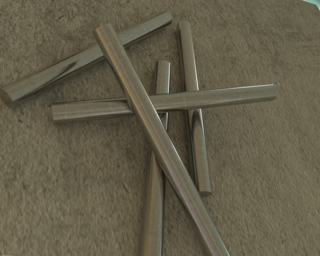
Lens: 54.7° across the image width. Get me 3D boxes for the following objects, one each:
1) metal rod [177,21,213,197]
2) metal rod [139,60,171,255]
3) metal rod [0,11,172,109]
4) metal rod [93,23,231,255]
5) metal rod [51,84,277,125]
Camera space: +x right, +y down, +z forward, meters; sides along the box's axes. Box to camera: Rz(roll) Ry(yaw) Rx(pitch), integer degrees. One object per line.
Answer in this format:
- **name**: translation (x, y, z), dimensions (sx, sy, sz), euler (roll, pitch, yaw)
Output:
- **metal rod**: translation (0.047, -0.047, 0.459), dimensions (0.025, 0.025, 0.299), euler (12, 57, -23)
- **metal rod**: translation (-0.003, 0.033, 0.383), dimensions (0.025, 0.025, 0.300), euler (17, 55, -19)
- **metal rod**: translation (-0.078, -0.109, 0.429), dimensions (0.025, 0.025, 0.302), euler (46, 51, 3)
- **metal rod**: translation (0.002, 0.019, 0.356), dimensions (0.025, 0.025, 0.299), euler (-26, 88, -37)
- **metal rod**: translation (0.020, -0.034, 0.400), dimensions (0.303, 0.025, 0.025), euler (-7, 65, -19)
